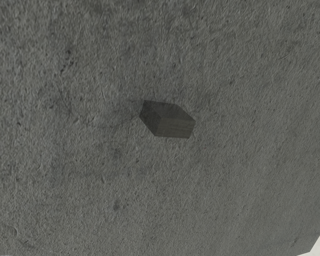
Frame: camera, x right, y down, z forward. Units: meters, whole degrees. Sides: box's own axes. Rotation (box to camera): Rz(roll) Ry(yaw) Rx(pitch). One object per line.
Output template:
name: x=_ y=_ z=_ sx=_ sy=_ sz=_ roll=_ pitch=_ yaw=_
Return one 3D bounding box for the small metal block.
small metal block: x=0.009 y=-0.011 z=0.391 sx=0.050 sy=0.050 sz=0.025 roll=5 pitch=116 yaw=-31
